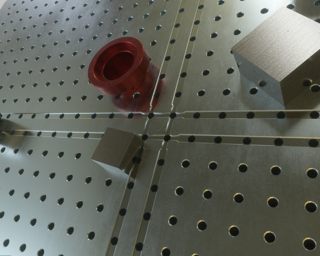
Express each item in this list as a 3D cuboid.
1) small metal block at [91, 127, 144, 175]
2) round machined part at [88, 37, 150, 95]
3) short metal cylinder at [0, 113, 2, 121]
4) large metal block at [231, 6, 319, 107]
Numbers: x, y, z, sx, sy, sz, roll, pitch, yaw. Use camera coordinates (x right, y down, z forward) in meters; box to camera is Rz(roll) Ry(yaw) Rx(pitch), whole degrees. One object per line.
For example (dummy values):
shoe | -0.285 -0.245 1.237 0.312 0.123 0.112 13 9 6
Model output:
small metal block | -0.057 0.030 0.420 0.050 0.025 0.050 12 68 33
round machined part | -0.060 -0.092 0.485 0.098 0.042 0.098 -13 56 21
short metal cylinder | -0.339 -0.017 0.562 0.080 0.080 0.050 5 64 30
large metal block | 0.147 -0.086 0.368 0.080 0.050 0.080 -40 51 1
